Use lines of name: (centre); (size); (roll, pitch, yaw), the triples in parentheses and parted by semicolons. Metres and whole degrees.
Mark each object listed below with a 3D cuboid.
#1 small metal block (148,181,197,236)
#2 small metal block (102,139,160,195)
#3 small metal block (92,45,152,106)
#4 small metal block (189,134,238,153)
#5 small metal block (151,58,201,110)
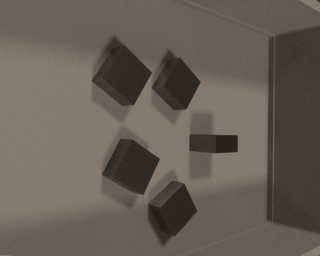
small metal block: (0.018, 0.109, 0.425); (0.050, 0.025, 0.050); (-38, 114, -33)
small metal block: (-0.035, 0.047, 0.380); (0.050, 0.025, 0.050); (39, 66, -34)
small metal block: (-0.044, -0.062, 0.371); (0.050, 0.025, 0.050); (41, 65, -33)
small metal block: (0.080, 0.023, 0.460); (0.050, 0.050, 0.025); (1, 90, -40)
small metal block: (0.023, -0.060, 0.428); (0.050, 0.025, 0.050); (43, 64, -32)
